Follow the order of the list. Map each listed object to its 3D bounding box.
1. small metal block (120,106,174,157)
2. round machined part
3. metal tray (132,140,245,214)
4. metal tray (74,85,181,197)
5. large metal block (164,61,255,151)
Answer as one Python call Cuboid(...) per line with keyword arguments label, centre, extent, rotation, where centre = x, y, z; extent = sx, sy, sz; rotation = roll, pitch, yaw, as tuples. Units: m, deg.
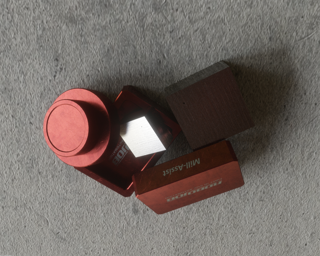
Cuboid(label="small metal block", centre=(-0.020, 0.006, 0.388), extent=(0.050, 0.025, 0.050), rotation=(-17, 114, 36))
Cuboid(label="round machined part", centre=(-0.102, 0.000, 0.378), extent=(0.098, 0.042, 0.097), rotation=(1, 91, 24))
Cuboid(label="metal tray", centre=(0.040, 0.069, 0.410), extent=(0.130, 0.030, 0.090), rotation=(-21, 145, 8))
Cuboid(label="metal tray", centre=(-0.044, 0.020, 0.414), extent=(0.090, 0.030, 0.129), rotation=(33, 107, -12))
Cuboid(label="large metal block", centre=(0.060, -0.028, 0.388), extent=(0.080, 0.050, 0.080), rotation=(-25, 108, 9))
